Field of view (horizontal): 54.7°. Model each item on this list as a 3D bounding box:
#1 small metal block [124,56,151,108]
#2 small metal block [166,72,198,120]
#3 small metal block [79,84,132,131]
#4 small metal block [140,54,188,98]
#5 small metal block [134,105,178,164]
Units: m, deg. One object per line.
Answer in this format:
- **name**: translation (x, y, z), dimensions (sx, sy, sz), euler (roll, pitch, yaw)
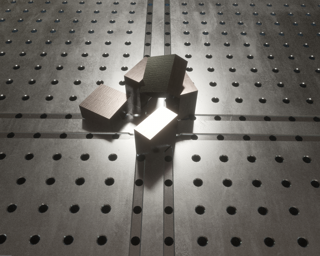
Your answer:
- **small metal block**: translation (-0.024, -0.066, 0.446), dimensions (0.025, 0.050, 0.050), euler (27, 55, 21)
- **small metal block**: translation (0.029, -0.048, 0.432), dimensions (0.025, 0.050, 0.050), euler (-16, 52, -14)
- **small metal block**: translation (-0.075, -0.030, 0.432), dimensions (0.050, 0.025, 0.050), euler (24, 54, 18)
- **small metal block**: translation (0.004, -0.067, 0.406), dimensions (0.050, 0.025, 0.050), euler (7, 81, 45)
- **small metal block**: translation (-0.005, 0.008, 0.384), dimensions (0.025, 0.050, 0.050), euler (33, 57, 24)
